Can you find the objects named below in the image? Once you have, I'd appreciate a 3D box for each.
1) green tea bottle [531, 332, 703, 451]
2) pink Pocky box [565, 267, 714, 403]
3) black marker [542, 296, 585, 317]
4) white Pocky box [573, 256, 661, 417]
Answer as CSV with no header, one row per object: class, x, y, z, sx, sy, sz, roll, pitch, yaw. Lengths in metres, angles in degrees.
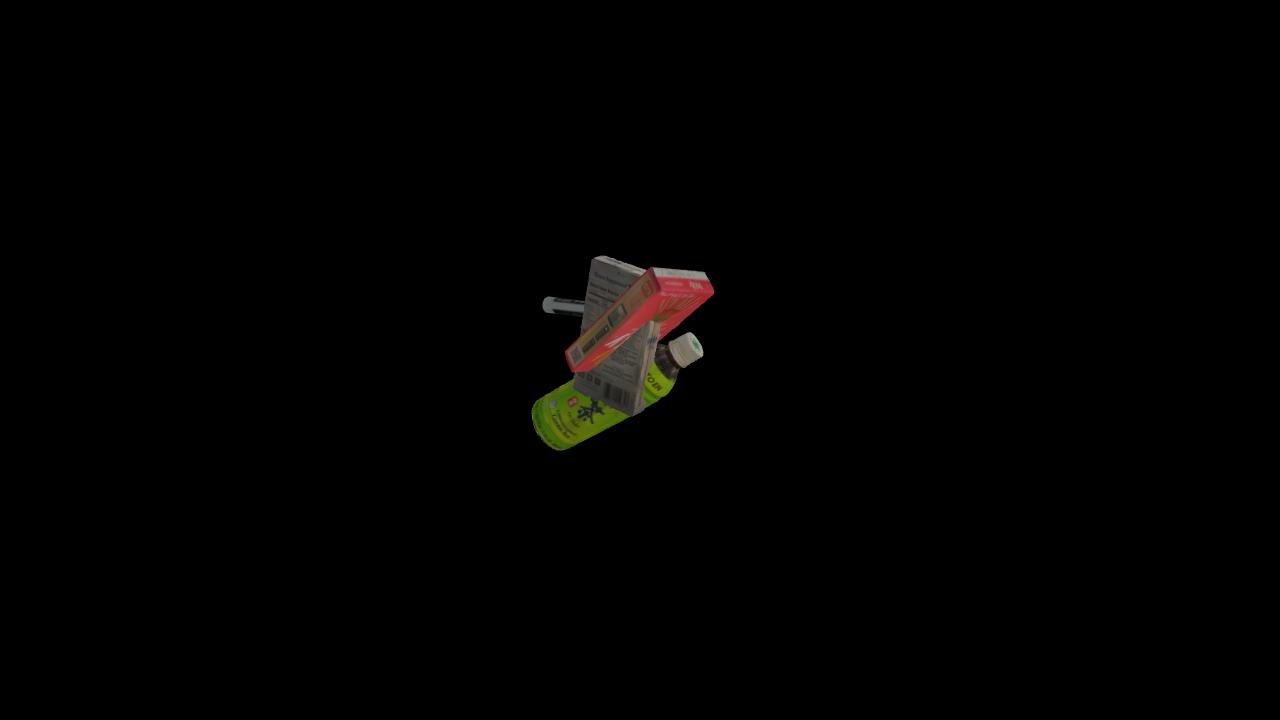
green tea bottle,-0.024,0.031,0.693,0.212,0.073,0.073,-30,-12,22
pink Pocky box,-0.003,-0.037,0.635,0.084,0.029,0.155,-3,-29,-46
black marker,-0.056,-0.054,0.664,0.121,0.020,0.020,10,6,35
white Pocky box,-0.023,-0.024,0.646,0.084,0.154,0.028,23,27,26
